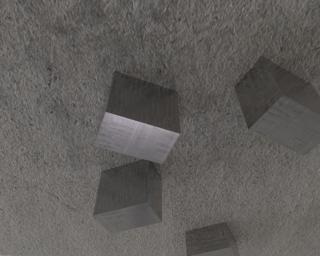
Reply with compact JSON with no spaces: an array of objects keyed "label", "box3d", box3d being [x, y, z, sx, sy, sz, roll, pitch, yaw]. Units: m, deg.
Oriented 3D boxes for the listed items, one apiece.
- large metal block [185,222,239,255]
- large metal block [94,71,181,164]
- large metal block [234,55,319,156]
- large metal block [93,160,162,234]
[{"label":"large metal block","box3d":[0.101,0.229,0.587,0.080,0.050,0.080,-19,128,15]},{"label":"large metal block","box3d":[-0.025,-0.013,0.360,0.081,0.080,0.050,17,128,-14]},{"label":"large metal block","box3d":[0.139,-0.026,0.350,0.080,0.080,0.050,23,126,-19]},{"label":"large metal block","box3d":[-0.044,0.099,0.455,0.080,0.080,0.050,-17,128,14]}]
